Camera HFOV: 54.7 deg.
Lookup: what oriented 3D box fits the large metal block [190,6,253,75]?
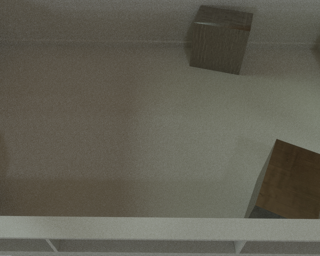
[{"bbox_3d":[0.094,-0.136,0.485,0.080,0.080,0.050,12,51,10],"label":"large metal block"}]

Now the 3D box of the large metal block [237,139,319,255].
[{"bbox_3d":[0.121,0.072,0.310,0.050,0.080,0.080,21,53,16],"label":"large metal block"}]
